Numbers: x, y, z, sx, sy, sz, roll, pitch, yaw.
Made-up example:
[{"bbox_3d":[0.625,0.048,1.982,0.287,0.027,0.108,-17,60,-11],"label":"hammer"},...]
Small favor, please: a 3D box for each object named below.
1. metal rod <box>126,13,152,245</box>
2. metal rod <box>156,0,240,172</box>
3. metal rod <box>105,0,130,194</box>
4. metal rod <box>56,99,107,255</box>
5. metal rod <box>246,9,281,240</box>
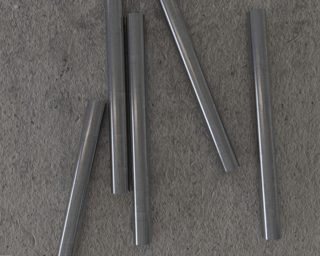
[{"bbox_3d":[-0.027,0.001,0.409,0.025,0.025,0.298,-2,90,0],"label":"metal rod"},{"bbox_3d":[0.041,-0.086,0.409,0.025,0.025,0.299,-21,90,0],"label":"metal rod"},{"bbox_3d":[-0.057,-0.065,0.409,0.025,0.025,0.298,-2,90,0],"label":"metal rod"},{"bbox_3d":[-0.112,0.111,0.408,0.025,0.025,0.298,12,90,0],"label":"metal rod"},{"bbox_3d":[0.137,-0.005,0.410,0.025,0.025,0.298,-4,90,0],"label":"metal rod"}]
